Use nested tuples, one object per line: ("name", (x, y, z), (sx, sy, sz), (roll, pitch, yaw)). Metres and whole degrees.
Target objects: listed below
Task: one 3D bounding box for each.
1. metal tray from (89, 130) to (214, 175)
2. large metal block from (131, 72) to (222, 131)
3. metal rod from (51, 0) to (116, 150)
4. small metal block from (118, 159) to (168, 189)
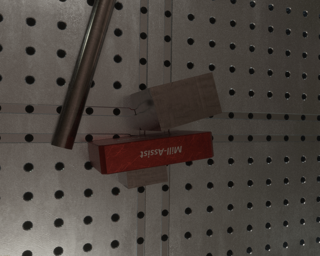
("metal tray", (-0.014, 0.025, 0.373), (0.131, 0.090, 0.030), (-7, 93, -20))
("large metal block", (0.018, -0.031, 0.391), (0.081, 0.080, 0.050), (-17, 96, -20))
("metal rod", (-0.079, -0.121, 0.383), (0.025, 0.025, 0.299), (17, 84, -20))
("small metal block", (-0.024, 0.056, 0.392), (0.050, 0.050, 0.025), (-7, 93, -20))
